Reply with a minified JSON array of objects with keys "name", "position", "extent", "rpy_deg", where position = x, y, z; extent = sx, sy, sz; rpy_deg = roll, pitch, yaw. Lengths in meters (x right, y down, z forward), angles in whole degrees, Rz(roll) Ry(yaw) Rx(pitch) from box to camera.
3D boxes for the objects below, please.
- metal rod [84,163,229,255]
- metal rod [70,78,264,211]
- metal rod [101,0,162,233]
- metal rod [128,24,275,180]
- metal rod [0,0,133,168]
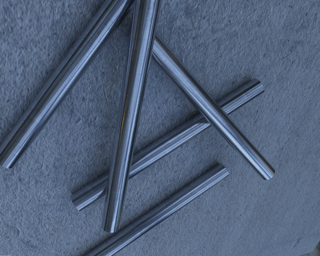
[{"name":"metal rod","position":[-0.020,0.148,0.487],"extent":[0.301,0.025,0.025],"rpy_deg":[-33,129,-7]},{"name":"metal rod","position":[0.015,0.019,0.426],"extent":[0.301,0.025,0.025],"rpy_deg":[-32,129,-7]},{"name":"metal rod","position":[-0.038,0.000,0.353],"extent":[0.025,0.025,0.298],"rpy_deg":[-2,119,-28]},{"name":"metal rod","position":[0.071,-0.018,0.404],"extent":[0.025,0.025,0.300],"rpy_deg":[-45,120,3]},{"name":"metal rod","position":[-0.076,-0.080,0.315],"extent":[0.025,0.025,0.299],"rpy_deg":[33,100,-38]}]
